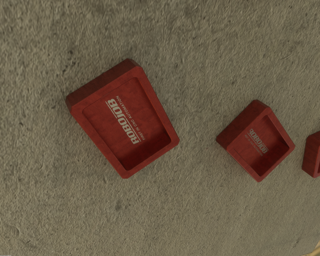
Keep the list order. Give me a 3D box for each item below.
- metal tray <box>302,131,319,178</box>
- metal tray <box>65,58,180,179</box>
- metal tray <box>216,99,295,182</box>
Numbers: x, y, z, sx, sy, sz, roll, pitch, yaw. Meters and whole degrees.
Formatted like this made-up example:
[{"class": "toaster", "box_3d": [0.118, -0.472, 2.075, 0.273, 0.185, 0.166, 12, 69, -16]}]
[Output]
[{"class": "metal tray", "box_3d": [0.348, 0.036, 0.615, 0.131, 0.030, 0.089, -21, 127, -16]}, {"class": "metal tray", "box_3d": [-0.040, -0.007, 0.377, 0.090, 0.030, 0.130, -34, 129, -6]}, {"class": "metal tray", "box_3d": [0.159, 0.025, 0.505, 0.090, 0.030, 0.130, -46, 129, 4]}]
